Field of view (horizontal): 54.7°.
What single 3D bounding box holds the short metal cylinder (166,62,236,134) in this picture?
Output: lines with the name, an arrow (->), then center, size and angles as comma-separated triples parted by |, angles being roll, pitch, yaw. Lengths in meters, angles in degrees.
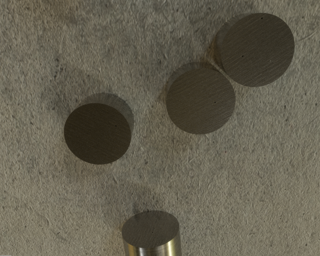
short metal cylinder -> 0.047, -0.038, 0.383 | 0.081, 0.050, 0.079 | 0, 110, 0

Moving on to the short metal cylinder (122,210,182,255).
short metal cylinder -> -0.011, 0.162, 0.440 | 0.080, 0.080, 0.050 | -5, 110, 2

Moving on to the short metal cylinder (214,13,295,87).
short metal cylinder -> 0.107, -0.093, 0.363 | 0.081, 0.050, 0.079 | 0, 110, 0

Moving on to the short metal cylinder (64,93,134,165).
short metal cylinder -> -0.075, 0.000, 0.396 | 0.081, 0.050, 0.079 | 0, 110, 0
